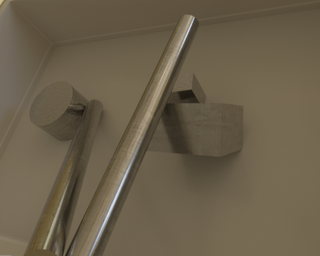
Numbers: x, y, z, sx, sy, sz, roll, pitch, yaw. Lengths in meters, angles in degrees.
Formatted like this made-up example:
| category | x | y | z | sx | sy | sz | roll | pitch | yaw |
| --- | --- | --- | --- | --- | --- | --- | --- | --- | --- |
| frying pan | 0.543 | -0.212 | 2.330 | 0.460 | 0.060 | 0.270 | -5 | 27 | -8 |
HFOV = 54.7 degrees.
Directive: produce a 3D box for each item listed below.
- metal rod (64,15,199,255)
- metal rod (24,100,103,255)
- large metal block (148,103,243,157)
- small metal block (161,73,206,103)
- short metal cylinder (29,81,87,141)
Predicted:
| category | x | y | z | sx | sy | sz | roll | pitch | yaw |
| --- | --- | --- | --- | --- | --- | --- | --- | --- | --- |
| metal rod | -0.016 | -0.002 | 0.286 | 0.025 | 0.025 | 0.300 | 3 | 55 | 29 |
| metal rod | -0.090 | 0.029 | 0.343 | 0.025 | 0.025 | 0.300 | -30 | 23 | 9 |
| large metal block | 0.041 | -0.001 | 0.339 | 0.080 | 0.080 | 0.050 | 2 | 93 | 29 |
| small metal block | 0.027 | -0.043 | 0.401 | 0.050 | 0.050 | 0.025 | -5 | 60 | 25 |
| short metal cylinder | -0.154 | -0.026 | 0.484 | 0.080 | 0.050 | 0.080 | -13 | 56 | 21 |
